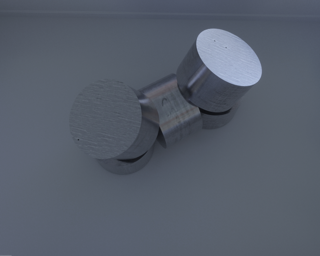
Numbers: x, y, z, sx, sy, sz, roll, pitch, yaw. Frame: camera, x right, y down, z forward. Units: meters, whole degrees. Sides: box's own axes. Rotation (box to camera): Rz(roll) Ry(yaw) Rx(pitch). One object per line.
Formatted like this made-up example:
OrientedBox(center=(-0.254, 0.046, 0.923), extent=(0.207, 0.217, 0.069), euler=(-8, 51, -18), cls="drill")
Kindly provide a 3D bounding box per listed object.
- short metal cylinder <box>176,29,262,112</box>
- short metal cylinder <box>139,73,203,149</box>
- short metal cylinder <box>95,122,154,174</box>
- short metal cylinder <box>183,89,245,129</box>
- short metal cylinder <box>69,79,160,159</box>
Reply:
OrientedBox(center=(0.066, -0.065, 0.350), extent=(0.081, 0.050, 0.080), euler=(12, 55, -18), cls="short metal cylinder")
OrientedBox(center=(0.010, -0.021, 0.386), extent=(0.050, 0.080, 0.080), euler=(-28, 73, -10), cls="short metal cylinder")
OrientedBox(center=(-0.048, 0.014, 0.389), extent=(0.081, 0.050, 0.080), euler=(0, 70, 0), cls="short metal cylinder")
OrientedBox(center=(0.068, -0.044, 0.412), extent=(0.081, 0.050, 0.080), euler=(0, 70, 0), cls="short metal cylinder")
OrientedBox(center=(-0.047, -0.007, 0.328), extent=(0.080, 0.050, 0.080), euler=(-2, 83, 19), cls="short metal cylinder")
